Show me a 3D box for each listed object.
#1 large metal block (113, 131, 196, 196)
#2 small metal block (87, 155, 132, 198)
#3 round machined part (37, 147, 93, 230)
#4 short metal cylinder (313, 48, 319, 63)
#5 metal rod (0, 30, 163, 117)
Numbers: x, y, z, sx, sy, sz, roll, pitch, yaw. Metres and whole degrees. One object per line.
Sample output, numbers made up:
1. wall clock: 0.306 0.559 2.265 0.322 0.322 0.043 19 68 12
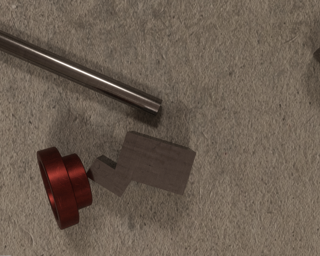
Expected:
1. large metal block: -0.006 0.039 0.382 0.080 0.080 0.050 17 90 -1
2. small metal block: -0.062 0.060 0.397 0.050 0.050 0.025 32 89 -1
3. round machined part: -0.114 0.069 0.377 0.042 0.098 0.097 -17 90 -26
4. short metal cylinder: 0.244 -0.098 0.386 0.080 0.080 0.050 -39 91 0
5. metal rod: -0.140 -0.085 0.408 0.301 0.025 0.025 23 90 -1
